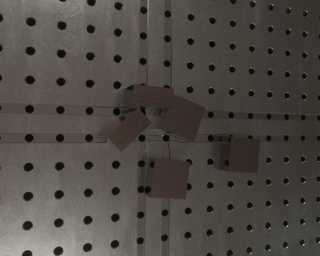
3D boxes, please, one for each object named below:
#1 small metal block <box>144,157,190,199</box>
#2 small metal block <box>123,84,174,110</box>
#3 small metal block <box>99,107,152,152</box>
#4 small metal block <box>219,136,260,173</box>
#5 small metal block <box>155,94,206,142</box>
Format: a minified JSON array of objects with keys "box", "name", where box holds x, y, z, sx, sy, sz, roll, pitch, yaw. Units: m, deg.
[{"box":[0.010,0.068,0.417,0.050,0.025,0.050,8,88,-20],"name":"small metal block"},{"box":[-0.016,-0.038,0.394,0.050,0.050,0.025,4,89,-20],"name":"small metal block"},{"box":[-0.044,0.002,0.384,0.050,0.050,0.025,-45,104,-15],"name":"small metal block"},{"box":[0.118,0.039,0.458,0.050,0.025,0.050,6,88,-20],"name":"small metal block"},{"box":[0.028,-0.013,0.424,0.050,0.025,0.050,21,83,-19],"name":"small metal block"}]
